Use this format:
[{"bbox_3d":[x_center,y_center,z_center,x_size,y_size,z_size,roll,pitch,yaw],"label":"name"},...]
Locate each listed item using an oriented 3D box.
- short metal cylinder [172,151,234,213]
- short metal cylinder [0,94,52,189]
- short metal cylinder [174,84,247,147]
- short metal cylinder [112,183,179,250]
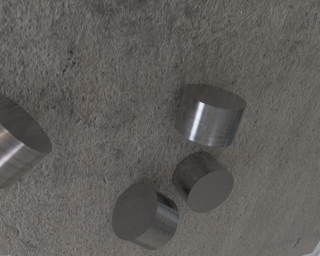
[{"bbox_3d":[0.066,0.083,0.478,0.081,0.050,0.079,-14,124,-21],"label":"short metal cylinder"},{"bbox_3d":[-0.152,0.011,0.295,0.050,0.080,0.080,-42,129,0],"label":"short metal cylinder"},{"bbox_3d":[0.063,-0.018,0.394,0.081,0.080,0.050,-1,119,-28],"label":"short metal cylinder"},{"bbox_3d":[-0.021,0.125,0.437,0.080,0.080,0.050,-46,129,4],"label":"short metal cylinder"}]
